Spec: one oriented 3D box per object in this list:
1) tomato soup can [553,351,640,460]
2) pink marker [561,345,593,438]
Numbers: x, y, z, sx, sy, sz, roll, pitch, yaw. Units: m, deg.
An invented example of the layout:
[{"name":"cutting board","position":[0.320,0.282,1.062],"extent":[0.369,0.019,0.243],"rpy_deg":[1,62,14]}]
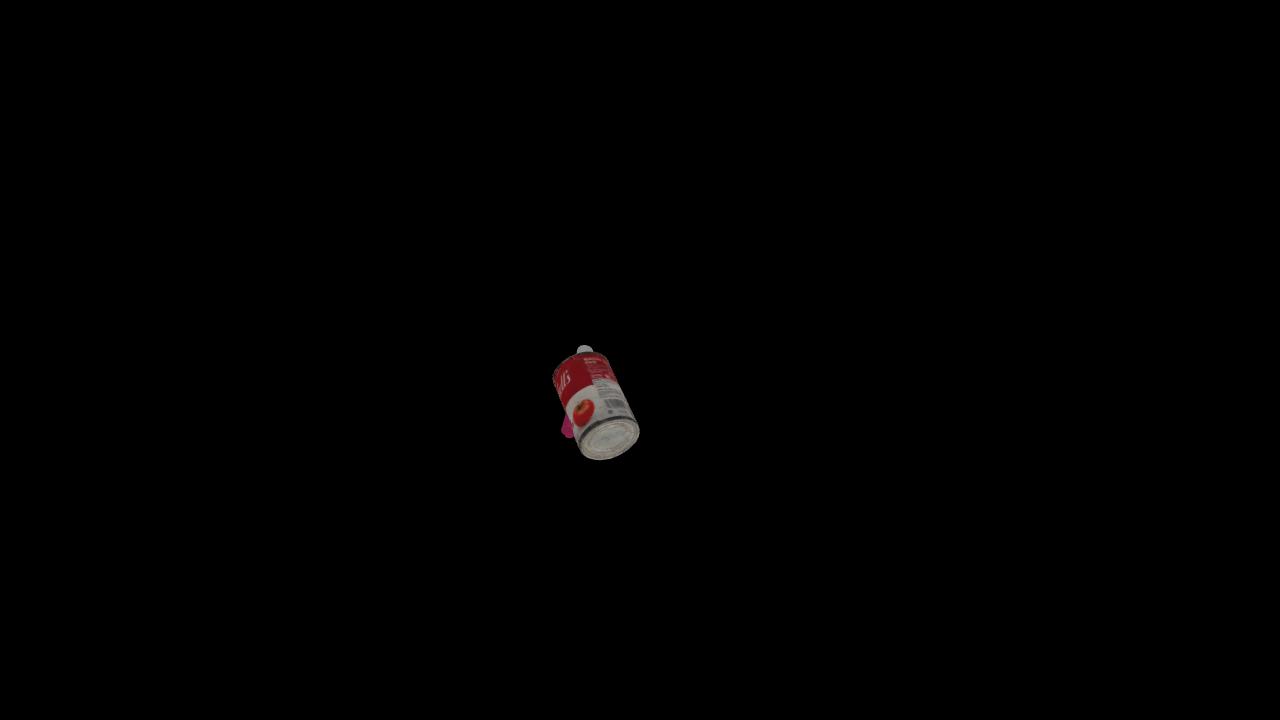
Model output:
[{"name":"tomato soup can","position":[-0.047,0.049,0.659],"extent":[0.068,0.068,0.101],"rpy_deg":[0,43,-30]},{"name":"pink marker","position":[-0.068,0.034,0.674],"extent":[0.020,0.121,0.020],"rpy_deg":[3,-41,3]}]
